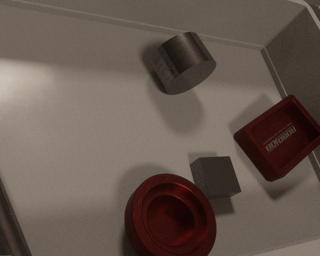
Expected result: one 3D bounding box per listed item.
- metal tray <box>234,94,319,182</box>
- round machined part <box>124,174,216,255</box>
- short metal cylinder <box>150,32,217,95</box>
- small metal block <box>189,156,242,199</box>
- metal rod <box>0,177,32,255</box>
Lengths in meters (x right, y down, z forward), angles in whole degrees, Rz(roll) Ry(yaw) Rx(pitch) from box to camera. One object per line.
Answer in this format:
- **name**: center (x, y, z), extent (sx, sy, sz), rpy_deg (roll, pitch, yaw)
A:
- **metal tray**: center (0.190, 0.013, 0.486), extent (0.131, 0.030, 0.090), rpy_deg (-30, 79, -28)
- **round machined part**: center (0.008, 0.102, 0.334), extent (0.099, 0.042, 0.098), rpy_deg (16, 50, -19)
- **short metal cylinder**: center (0.033, -0.091, 0.446), extent (0.081, 0.080, 0.050), rpy_deg (-19, 72, -35)
- **small metal block**: center (0.072, 0.066, 0.406), extent (0.050, 0.025, 0.050), rpy_deg (1, 61, -28)
- **metal rod**: center (-0.184, 0.012, 0.299), extent (0.025, 0.025, 0.299), rpy_deg (-19, 72, -36)
